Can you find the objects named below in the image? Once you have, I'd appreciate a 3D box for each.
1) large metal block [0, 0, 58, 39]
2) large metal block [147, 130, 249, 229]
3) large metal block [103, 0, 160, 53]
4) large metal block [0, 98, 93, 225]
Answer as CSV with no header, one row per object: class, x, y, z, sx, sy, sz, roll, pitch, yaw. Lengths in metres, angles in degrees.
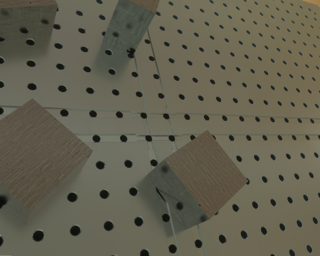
large metal block,-0.188,-0.163,0.390,0.081,0.050,0.080,-21,73,-36
large metal block,0.046,0.061,0.379,0.081,0.050,0.080,-30,79,-38
large metal block,-0.038,-0.174,0.458,0.050,0.080,0.080,23,53,-15
large metal block,-0.128,0.032,0.304,0.080,0.050,0.080,41,51,0
